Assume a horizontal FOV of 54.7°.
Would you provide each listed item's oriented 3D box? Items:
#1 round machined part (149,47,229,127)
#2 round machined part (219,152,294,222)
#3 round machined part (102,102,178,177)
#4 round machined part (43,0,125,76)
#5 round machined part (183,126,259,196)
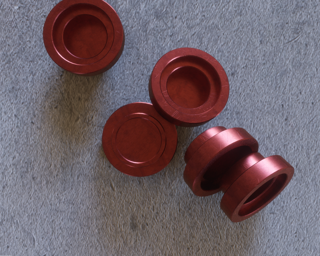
[{"bbox_3d":[0.034,-0.048,0.393,0.099,0.042,0.098,3,77,-11],"label":"round machined part"},{"bbox_3d":[0.113,0.068,0.384,0.098,0.098,0.042,-39,55,0],"label":"round machined part"},{"bbox_3d":[-0.026,0.015,0.401,0.099,0.042,0.097,0,90,0],"label":"round machined part"},{"bbox_3d":[-0.094,-0.115,0.400,0.099,0.042,0.097,0,90,0],"label":"round machined part"},{"bbox_3d":[0.070,0.036,0.384,0.098,0.098,0.042,-39,54,0],"label":"round machined part"}]
